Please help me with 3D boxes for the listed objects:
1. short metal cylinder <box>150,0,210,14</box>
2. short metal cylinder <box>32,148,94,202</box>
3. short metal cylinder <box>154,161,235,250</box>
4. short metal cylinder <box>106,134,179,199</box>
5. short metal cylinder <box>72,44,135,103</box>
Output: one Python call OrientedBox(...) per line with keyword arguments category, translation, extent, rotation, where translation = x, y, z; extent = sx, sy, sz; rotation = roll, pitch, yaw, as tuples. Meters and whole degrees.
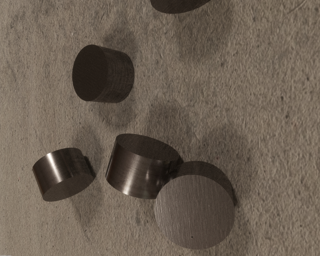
OrientedBox(category="short metal cylinder", translation=(0.023, -0.174, 0.348), extent=(0.080, 0.081, 0.050), rotation=(-20, 77, 38))
OrientedBox(category="short metal cylinder", translation=(-0.154, 0.075, 0.493), extent=(0.080, 0.081, 0.050), rotation=(-45, 63, 30))
OrientedBox(category="short metal cylinder", translation=(0.038, 0.081, 0.334), extent=(0.080, 0.050, 0.079), rotation=(2, 100, 10))
OrientedBox(category="short metal cylinder", translation=(-0.022, 0.045, 0.385), extent=(0.080, 0.081, 0.050), rotation=(28, 108, 36))
OrientedBox(category="short metal cylinder", translation=(-0.084, -0.078, 0.455), extent=(0.080, 0.050, 0.079), rotation=(0, 90, 39))
